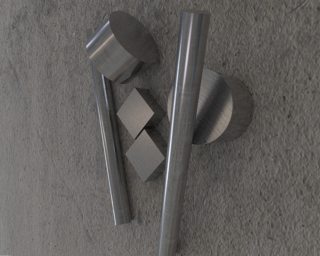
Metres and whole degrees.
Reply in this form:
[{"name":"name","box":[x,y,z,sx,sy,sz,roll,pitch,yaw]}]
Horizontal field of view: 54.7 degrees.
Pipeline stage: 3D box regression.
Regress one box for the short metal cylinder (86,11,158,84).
[{"name":"short metal cylinder","box":[-0.049,-0.105,0.409,0.050,0.081,0.080,-34,69,35]}]

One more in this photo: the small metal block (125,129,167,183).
[{"name":"small metal block","box":[-0.013,0.037,0.416,0.050,0.025,0.050,-51,60,27]}]

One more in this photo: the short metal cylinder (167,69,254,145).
[{"name":"short metal cylinder","box":[0.055,-0.022,0.343,0.080,0.050,0.079,0,90,40]}]

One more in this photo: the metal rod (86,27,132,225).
[{"name":"metal rod","box":[-0.079,-0.008,0.469,0.025,0.025,0.298,-17,79,39]}]

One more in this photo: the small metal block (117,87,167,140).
[{"name":"small metal block","box":[-0.026,-0.020,0.427,0.050,0.025,0.050,-51,60,27]}]

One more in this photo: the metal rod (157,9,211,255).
[{"name":"metal rod","box":[0.019,0.033,0.330,0.025,0.025,0.298,28,125,36]}]
